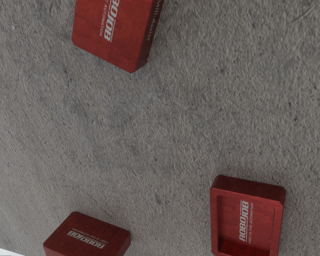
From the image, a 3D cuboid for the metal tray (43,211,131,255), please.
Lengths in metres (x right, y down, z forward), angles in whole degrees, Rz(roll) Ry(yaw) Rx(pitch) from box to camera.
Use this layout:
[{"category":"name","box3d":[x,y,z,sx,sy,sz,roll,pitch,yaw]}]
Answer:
[{"category":"metal tray","box3d":[-0.131,0.211,0.563,0.130,0.090,0.030,13,124,21]}]

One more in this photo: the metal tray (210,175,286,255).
[{"category":"metal tray","box3d":[0.117,0.131,0.422,0.090,0.030,0.129,8,122,24]}]

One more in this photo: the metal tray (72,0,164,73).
[{"category":"metal tray","box3d":[-0.046,-0.137,0.343,0.090,0.030,0.129,28,128,10]}]
